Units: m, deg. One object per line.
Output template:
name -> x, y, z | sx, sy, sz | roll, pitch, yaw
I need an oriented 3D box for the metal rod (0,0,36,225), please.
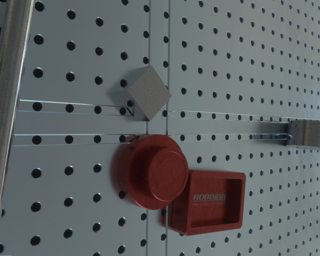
metal rod -> -0.147, 0.000, 0.286 | 0.025, 0.025, 0.298 | 11, 83, -40

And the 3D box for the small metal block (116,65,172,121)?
small metal block -> -0.019, -0.044, 0.395 | 0.050, 0.025, 0.050 | -51, 120, -28

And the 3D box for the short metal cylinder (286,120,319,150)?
short metal cylinder -> 0.302, 0.016, 0.631 | 0.081, 0.080, 0.050 | 13, 82, -40

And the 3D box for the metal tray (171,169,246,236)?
metal tray -> 0.079, 0.110, 0.474 | 0.131, 0.030, 0.089 | 10, 84, -40

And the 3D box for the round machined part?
round machined part -> -0.001, 0.057, 0.399 | 0.099, 0.042, 0.097 | 0, 90, -40
